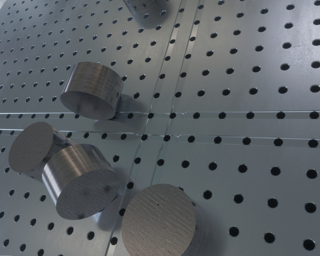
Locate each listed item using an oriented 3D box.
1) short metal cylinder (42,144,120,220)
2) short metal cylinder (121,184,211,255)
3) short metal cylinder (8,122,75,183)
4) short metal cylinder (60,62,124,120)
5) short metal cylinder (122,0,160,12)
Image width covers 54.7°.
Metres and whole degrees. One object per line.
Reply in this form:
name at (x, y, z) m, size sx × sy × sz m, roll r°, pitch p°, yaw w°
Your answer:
short metal cylinder at (-0.097, 0.066, 0.383) m, size 0.080 × 0.080 × 0.050 m, roll -44°, pitch 51°, yaw -2°
short metal cylinder at (0.008, 0.105, 0.324) m, size 0.080 × 0.050 × 0.080 m, roll -13°, pitch 56°, yaw 21°
short metal cylinder at (-0.174, 0.037, 0.461) m, size 0.080 × 0.050 × 0.080 m, roll -13°, pitch 56°, yaw 21°
short metal cylinder at (-0.099, -0.053, 0.457) m, size 0.080 × 0.080 × 0.050 m, roll -2°, pitch 61°, yaw 27°
short metal cylinder at (-0.039, -0.263, 0.574) m, size 0.080 × 0.050 × 0.080 m, roll -13°, pitch 56°, yaw 21°
